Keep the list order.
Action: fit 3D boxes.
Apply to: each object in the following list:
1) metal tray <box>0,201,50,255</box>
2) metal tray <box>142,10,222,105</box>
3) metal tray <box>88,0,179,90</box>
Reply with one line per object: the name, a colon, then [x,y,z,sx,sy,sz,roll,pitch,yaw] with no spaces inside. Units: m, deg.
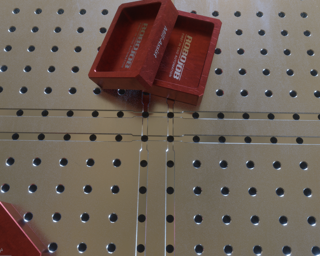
metal tray: [-0.206,0.159,0.350,0.130,0.030,0.090,-43,76,-14]
metal tray: [0.030,-0.105,0.447,0.090,0.030,0.130,15,71,5]
metal tray: [-0.036,-0.116,0.428,0.090,0.030,0.130,6,68,34]
